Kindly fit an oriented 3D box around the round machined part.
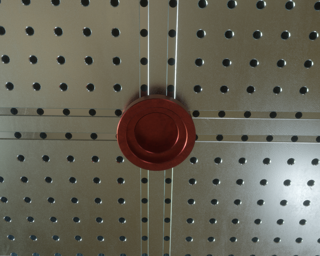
[{"bbox_3d":[-0.005,0.003,0.405,0.099,0.042,0.097,0,110,0],"label":"round machined part"}]
